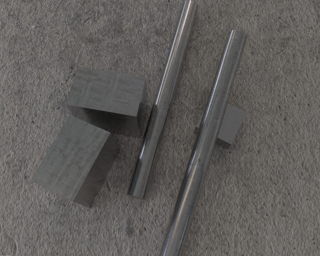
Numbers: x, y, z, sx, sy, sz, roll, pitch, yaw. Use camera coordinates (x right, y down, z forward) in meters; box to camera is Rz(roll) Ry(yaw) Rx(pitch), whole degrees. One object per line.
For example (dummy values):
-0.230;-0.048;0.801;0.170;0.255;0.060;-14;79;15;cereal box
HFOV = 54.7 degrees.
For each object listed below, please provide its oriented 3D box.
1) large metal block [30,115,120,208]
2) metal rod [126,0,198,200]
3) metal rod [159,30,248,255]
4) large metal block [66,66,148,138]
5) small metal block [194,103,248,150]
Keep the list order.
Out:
-0.093;0.043;0.363;0.050;0.080;0.080;23;72;8;large metal block
0.009;-0.051;0.426;0.025;0.025;0.299;14;70;5;metal rod
0.055;0.018;0.378;0.025;0.025;0.299;18;80;6;metal rod
-0.061;-0.029;0.389;0.080;0.080;0.050;10;71;3;large metal block
0.080;-0.007;0.411;0.050;0.025;0.050;28;72;9;small metal block
